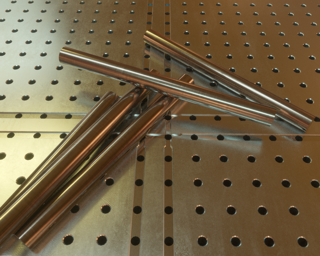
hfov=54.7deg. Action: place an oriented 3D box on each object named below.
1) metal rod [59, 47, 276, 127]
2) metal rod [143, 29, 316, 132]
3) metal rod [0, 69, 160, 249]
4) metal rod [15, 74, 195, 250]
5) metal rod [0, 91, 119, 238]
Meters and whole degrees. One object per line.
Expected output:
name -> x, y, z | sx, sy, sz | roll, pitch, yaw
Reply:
metal rod -> 0.004, -0.059, 0.422 | 0.301, 0.025, 0.025 | 18, 52, 9
metal rod -> 0.091, -0.083, 0.478 | 0.300, 0.025, 0.025 | 35, 58, 25
metal rod -> -0.083, 0.012, 0.380 | 0.025, 0.025, 0.301 | 24, 49, 18
metal rod -> -0.048, 0.022, 0.388 | 0.025, 0.025, 0.301 | 30, 56, 22
metal rod -> -0.136, 0.059, 0.356 | 0.025, 0.025, 0.301 | 22, 53, 17
